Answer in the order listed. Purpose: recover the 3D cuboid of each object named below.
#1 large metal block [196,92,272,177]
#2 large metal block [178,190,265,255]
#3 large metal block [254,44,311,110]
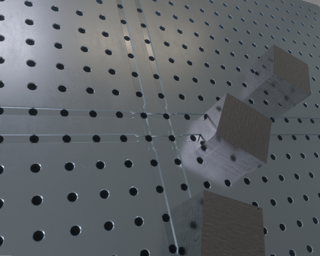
[{"bbox_3d":[0.107,0.010,0.443,0.080,0.050,0.080,30,52,-9],"label":"large metal block"},{"bbox_3d":[0.069,0.126,0.352,0.080,0.050,0.080,20,54,-16],"label":"large metal block"},{"bbox_3d":[0.223,-0.093,0.568,0.080,0.050,0.080,25,53,-13],"label":"large metal block"}]
